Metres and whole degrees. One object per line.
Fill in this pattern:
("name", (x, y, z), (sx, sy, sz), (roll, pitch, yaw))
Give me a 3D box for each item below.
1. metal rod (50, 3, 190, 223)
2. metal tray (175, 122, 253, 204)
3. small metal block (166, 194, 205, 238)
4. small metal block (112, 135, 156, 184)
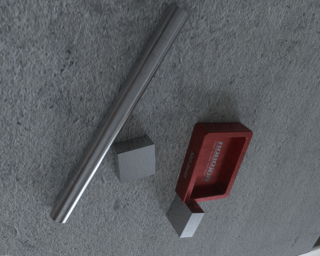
("metal rod", (-0.055, -0.007, 0.373), (0.025, 0.025, 0.299), (22, 106, -37))
("metal tray", (0.083, 0.055, 0.484), (0.091, 0.030, 0.129), (-1, 119, -29))
("small metal block", (0.040, 0.140, 0.501), (0.025, 0.050, 0.050), (9, 114, -33))
("small metal block", (-0.035, 0.042, 0.415), (0.050, 0.025, 0.050), (-14, 125, -21))
